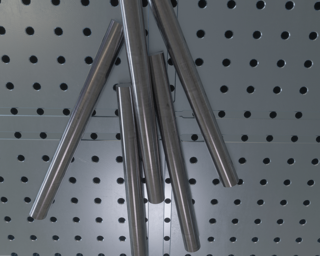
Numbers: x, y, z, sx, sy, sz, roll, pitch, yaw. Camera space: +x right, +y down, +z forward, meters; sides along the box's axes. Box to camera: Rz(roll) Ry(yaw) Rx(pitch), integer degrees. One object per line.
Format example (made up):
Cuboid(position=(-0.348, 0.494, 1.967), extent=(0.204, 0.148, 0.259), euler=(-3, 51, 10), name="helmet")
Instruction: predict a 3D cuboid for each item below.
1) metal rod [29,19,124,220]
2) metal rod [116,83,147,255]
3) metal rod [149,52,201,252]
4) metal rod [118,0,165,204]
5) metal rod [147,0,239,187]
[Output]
Cuboid(position=(-0.113, 0.002, 0.413), extent=(0.025, 0.025, 0.298), euler=(25, 108, -9), name="metal rod")
Cuboid(position=(-0.037, 0.085, 0.444), extent=(0.025, 0.025, 0.298), euler=(-2, 110, 1), name="metal rod")
Cuboid(position=(0.021, 0.047, 0.430), extent=(0.025, 0.025, 0.298), euler=(-11, 110, 4), name="metal rod")
Cuboid(position=(-0.020, -0.031, 0.387), extent=(0.025, 0.025, 0.298), euler=(-6, 116, 2), name="metal rod")
Cuboid(position=(0.042, -0.052, 0.394), extent=(0.025, 0.025, 0.299), euler=(-22, 109, 8), name="metal rod")
